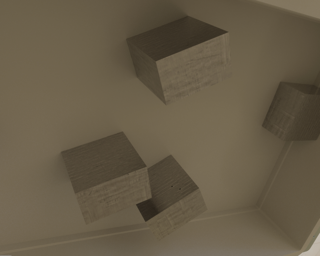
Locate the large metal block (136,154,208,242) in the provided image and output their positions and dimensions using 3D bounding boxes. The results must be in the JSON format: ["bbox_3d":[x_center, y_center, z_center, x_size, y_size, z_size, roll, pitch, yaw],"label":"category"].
[{"bbox_3d":[0.007,0.096,0.438,0.080,0.080,0.050,-30,129,-9],"label":"large metal block"}]

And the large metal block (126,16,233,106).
[{"bbox_3d":[0.020,-0.077,0.338,0.081,0.080,0.050,-25,128,-14],"label":"large metal block"}]

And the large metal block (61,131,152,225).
[{"bbox_3d":[-0.065,0.056,0.373,0.081,0.080,0.050,-19,126,-18],"label":"large metal block"}]

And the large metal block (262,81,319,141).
[{"bbox_3d":[0.226,-0.026,0.503,0.081,0.050,0.079,0,119,-29],"label":"large metal block"}]
